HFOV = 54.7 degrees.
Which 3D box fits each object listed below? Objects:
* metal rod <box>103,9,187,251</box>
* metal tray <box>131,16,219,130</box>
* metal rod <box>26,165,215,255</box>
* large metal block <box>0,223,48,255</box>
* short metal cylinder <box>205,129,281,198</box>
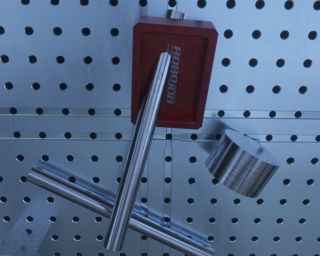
[{"bbox_3d":[-0.020,0.008,0.380,0.025,0.025,0.298,15,96,-6],"label":"metal rod"},{"bbox_3d":[0.013,-0.062,0.371,0.091,0.030,0.129,4,124,-2],"label":"metal tray"},{"bbox_3d":[-0.051,0.133,0.461,0.301,0.025,0.025,28,108,-10],"label":"metal rod"},{"bbox_3d":[-0.207,0.203,0.457,0.050,0.080,0.079,11,110,-4],"label":"large metal block"},{"bbox_3d":[0.106,0.044,0.401,0.080,0.080,0.050,26,108,-9],"label":"short metal cylinder"}]
